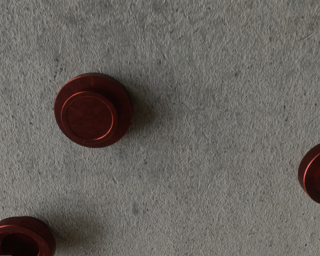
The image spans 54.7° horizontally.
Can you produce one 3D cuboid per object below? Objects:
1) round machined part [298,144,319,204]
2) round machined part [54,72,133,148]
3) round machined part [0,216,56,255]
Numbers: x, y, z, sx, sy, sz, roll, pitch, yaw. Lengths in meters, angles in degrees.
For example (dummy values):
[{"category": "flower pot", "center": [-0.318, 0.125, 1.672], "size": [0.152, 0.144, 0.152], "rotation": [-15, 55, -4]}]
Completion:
[{"category": "round machined part", "center": [0.248, 0.068, 0.428], "size": [0.099, 0.042, 0.097], "rotation": [0, 110, 0]}, {"category": "round machined part", "center": [-0.085, -0.018, 0.393], "size": [0.099, 0.042, 0.097], "rotation": [0, 110, 0]}, {"category": "round machined part", "center": [-0.204, 0.172, 0.462], "size": [0.099, 0.042, 0.097], "rotation": [0, 110, 0]}]
